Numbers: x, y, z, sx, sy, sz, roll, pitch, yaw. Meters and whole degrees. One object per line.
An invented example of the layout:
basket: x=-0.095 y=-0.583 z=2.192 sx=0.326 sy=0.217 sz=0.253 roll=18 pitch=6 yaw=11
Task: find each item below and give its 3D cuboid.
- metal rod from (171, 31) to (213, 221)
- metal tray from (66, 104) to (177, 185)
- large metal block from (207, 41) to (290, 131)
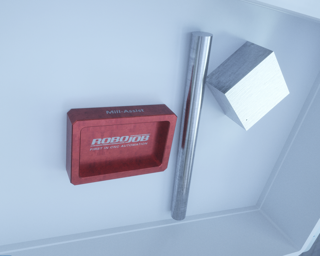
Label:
metal rod: x=0.041 y=0.017 z=0.442 sx=0.025 sy=0.025 sz=0.298 roll=-10 pitch=123 yaw=-24
metal tray: x=-0.048 y=0.019 z=0.391 sx=0.131 sy=0.030 sz=0.089 roll=-5 pitch=121 yaw=-26
large metal block: x=0.120 y=-0.057 z=0.425 sx=0.080 sy=0.050 sz=0.080 roll=-42 pitch=130 yaw=0
